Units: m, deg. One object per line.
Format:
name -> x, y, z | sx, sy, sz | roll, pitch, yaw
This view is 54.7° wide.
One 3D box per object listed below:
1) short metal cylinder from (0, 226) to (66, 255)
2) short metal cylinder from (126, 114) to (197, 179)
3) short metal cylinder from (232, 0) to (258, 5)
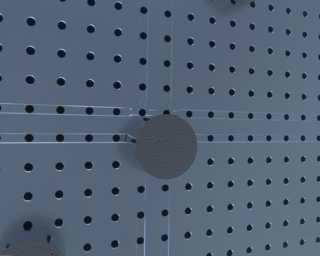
short metal cylinder -> -0.146, 0.157, 0.346 | 0.081, 0.050, 0.079 | 0, 90, -21
short metal cylinder -> 0.001, 0.023, 0.401 | 0.081, 0.050, 0.079 | 0, 90, -20
short metal cylinder -> 0.134, -0.228, 0.450 | 0.081, 0.050, 0.079 | 0, 90, -21
